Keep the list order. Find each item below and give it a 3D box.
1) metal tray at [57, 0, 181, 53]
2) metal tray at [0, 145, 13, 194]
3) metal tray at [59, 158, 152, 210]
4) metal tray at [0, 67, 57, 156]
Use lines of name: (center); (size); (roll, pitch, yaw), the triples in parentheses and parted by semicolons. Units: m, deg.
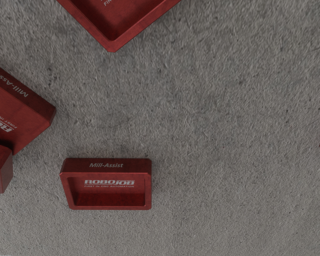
metal tray: (-0.028, -0.141, 0.282); (0.130, 0.030, 0.090); (-31, 124, 24)
metal tray: (-0.267, 0.038, 0.410); (0.131, 0.030, 0.089); (21, 141, -9)
metal tray: (-0.078, 0.088, 0.477); (0.131, 0.030, 0.089); (0, 130, -1)
metal tray: (-0.208, -0.029, 0.377); (0.090, 0.030, 0.130); (-34, 123, 25)
